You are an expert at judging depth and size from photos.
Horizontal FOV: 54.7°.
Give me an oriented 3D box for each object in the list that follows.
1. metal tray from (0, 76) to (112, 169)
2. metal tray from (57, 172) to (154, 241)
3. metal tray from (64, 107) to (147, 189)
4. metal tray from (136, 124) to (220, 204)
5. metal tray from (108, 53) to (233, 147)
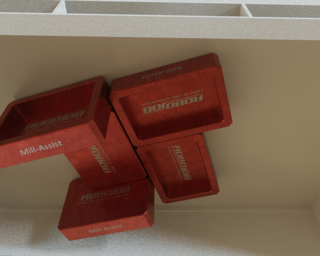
[{"bbox_3d":[-0.123,-0.008,0.353,0.130,0.090,0.030,-14,129,11],"label":"metal tray"},{"bbox_3d":[-0.075,0.107,0.453,0.131,0.090,0.030,-13,129,10],"label":"metal tray"},{"bbox_3d":[-0.080,0.026,0.423,0.090,0.030,0.129,-14,129,11],"label":"metal tray"},{"bbox_3d":[0.029,0.054,0.450,0.090,0.030,0.129,-14,129,11],"label":"metal tray"},{"bbox_3d":[0.015,-0.030,0.378,0.131,0.030,0.090,-13,129,10],"label":"metal tray"}]
